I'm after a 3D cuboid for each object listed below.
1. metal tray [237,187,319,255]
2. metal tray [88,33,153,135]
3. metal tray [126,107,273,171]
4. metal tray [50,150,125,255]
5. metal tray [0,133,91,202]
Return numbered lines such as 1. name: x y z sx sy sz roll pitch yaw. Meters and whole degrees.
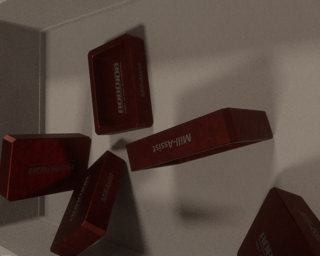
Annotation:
1. metal tray: 0.105 0.119 0.257 0.030 0.130 0.089 20 106 -1
2. metal tray: -0.060 -0.059 0.450 0.090 0.030 0.129 -11 83 39
3. metal tray: 0.040 0.015 0.330 0.130 0.091 0.030 -21 77 37
4. metal tray: -0.097 0.103 0.430 0.090 0.030 0.130 -42 23 31
5. metal tray: -0.173 0.056 0.478 0.030 0.131 0.089 15 100 39
